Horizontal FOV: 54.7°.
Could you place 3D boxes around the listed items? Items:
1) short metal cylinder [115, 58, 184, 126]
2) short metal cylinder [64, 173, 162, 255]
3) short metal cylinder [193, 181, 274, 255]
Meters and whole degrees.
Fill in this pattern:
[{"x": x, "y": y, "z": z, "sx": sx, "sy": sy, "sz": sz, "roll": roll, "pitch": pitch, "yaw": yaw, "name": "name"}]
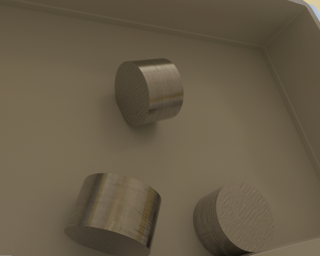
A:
[{"x": -0.015, "y": -0.046, "z": 0.392, "sx": 0.050, "sy": 0.080, "sz": 0.080, "roll": -14, "pitch": 69, "yaw": -34, "name": "short metal cylinder"}, {"x": -0.043, "y": 0.085, "z": 0.296, "sx": 0.080, "sy": 0.080, "sz": 0.050, "roll": 24, "pitch": 53, "yaw": -14, "name": "short metal cylinder"}, {"x": 0.087, "y": 0.110, "z": 0.371, "sx": 0.081, "sy": 0.050, "sz": 0.080, "roll": 14, "pitch": 56, "yaw": -21, "name": "short metal cylinder"}]
